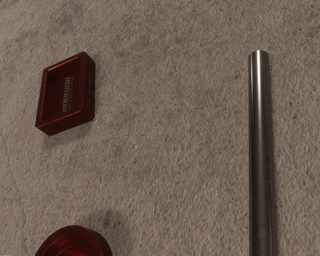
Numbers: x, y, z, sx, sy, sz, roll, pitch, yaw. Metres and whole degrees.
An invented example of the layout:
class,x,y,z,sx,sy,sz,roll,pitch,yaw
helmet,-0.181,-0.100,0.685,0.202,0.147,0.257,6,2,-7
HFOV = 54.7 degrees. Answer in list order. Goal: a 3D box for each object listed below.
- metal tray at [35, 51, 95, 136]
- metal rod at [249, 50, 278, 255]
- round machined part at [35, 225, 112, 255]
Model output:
class,x,y,z,sx,sy,sz,roll,pitch,yaw
metal tray,-0.155,-0.059,0.515,0.090,0.030,0.130,-19,54,17
metal rod,0.106,0.041,0.322,0.025,0.025,0.299,-6,59,25
round machined part,-0.093,0.161,0.341,0.098,0.042,0.098,-13,56,20
